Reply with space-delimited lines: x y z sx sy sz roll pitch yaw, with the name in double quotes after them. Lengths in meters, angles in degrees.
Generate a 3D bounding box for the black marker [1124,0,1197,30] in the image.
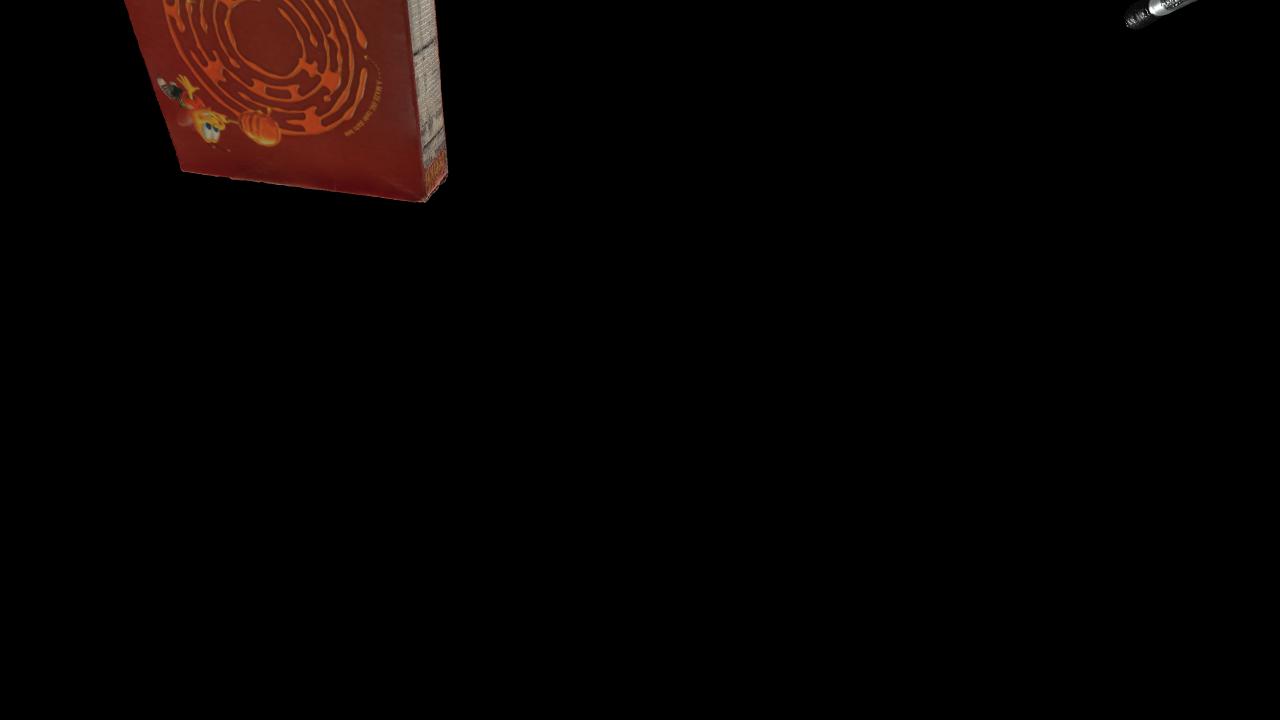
0.353 -0.238 0.390 0.020 0.020 0.121 0 11 7 "black marker"

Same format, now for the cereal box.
-0.257 -0.277 0.442 0.203 0.306 0.081 7 39 -2 "cereal box"
